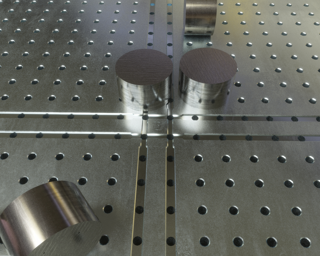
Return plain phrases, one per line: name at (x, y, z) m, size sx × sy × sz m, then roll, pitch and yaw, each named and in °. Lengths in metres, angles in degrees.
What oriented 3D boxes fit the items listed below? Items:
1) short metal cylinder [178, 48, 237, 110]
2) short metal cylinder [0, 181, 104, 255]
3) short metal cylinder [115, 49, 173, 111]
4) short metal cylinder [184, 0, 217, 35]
short metal cylinder at (0.068, -0.073, 0.453) m, size 0.081 × 0.050 × 0.080 m, roll 0°, pitch 50°, yaw 0°
short metal cylinder at (-0.101, 0.096, 0.290) m, size 0.081 × 0.080 × 0.050 m, roll -30°, pitch 56°, yaw -23°
short metal cylinder at (-0.022, -0.070, 0.450) m, size 0.081 × 0.050 × 0.080 m, roll 0°, pitch 50°, yaw 0°
short metal cylinder at (0.069, -0.204, 0.544) m, size 0.050 × 0.080 × 0.080 m, roll 1°, pitch 50°, yaw 1°
